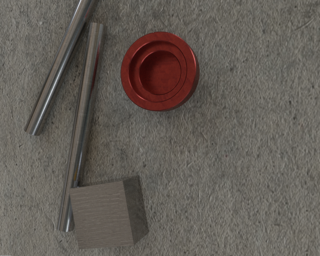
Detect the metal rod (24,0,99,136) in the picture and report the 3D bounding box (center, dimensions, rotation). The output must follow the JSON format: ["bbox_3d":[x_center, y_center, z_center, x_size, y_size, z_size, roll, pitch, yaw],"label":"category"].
[{"bbox_3d":[-0.131,-0.126,0.453,0.025,0.025,0.298,29,99,17],"label":"metal rod"}]

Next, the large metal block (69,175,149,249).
[{"bbox_3d":[-0.068,0.112,0.418,0.080,0.050,0.080,-12,86,19],"label":"large metal block"}]

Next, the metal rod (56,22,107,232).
[{"bbox_3d":[-0.113,0.001,0.447,0.025,0.025,0.298,11,94,19],"label":"metal rod"}]

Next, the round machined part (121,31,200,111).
[{"bbox_3d":[0.003,-0.070,0.398,0.098,0.042,0.097,0,90,19],"label":"round machined part"}]
